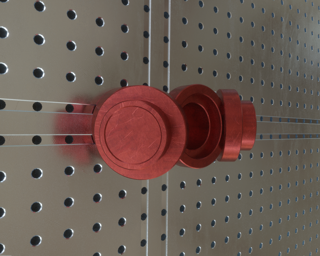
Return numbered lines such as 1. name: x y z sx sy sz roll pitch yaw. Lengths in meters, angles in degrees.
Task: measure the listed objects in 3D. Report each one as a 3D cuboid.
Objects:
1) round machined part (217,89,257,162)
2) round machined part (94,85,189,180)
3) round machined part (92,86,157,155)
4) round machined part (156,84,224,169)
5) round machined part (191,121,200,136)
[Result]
1. round machined part: 0.100 -0.004 0.417 0.042 0.098 0.097 0 90 0
2. round machined part: -0.022 0.005 0.315 0.042 0.098 0.097 -21 107 -77
3. round machined part: -0.029 -0.003 0.375 0.099 0.042 0.097 0 90 -40
4. round machined part: 0.033 -0.002 0.372 0.099 0.042 0.097 0 90 -40
5. round machined part: 0.047 -0.003 0.439 0.099 0.042 0.097 0 90 -40
